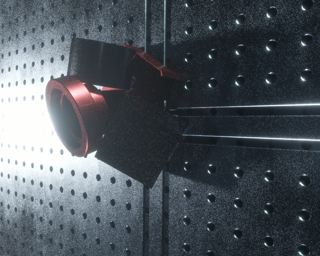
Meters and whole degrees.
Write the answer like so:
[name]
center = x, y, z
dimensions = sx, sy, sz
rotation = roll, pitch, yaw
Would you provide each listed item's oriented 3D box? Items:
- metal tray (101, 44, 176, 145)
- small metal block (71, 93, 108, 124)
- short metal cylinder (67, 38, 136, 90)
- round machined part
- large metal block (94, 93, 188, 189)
[metal tray]
center = -0.043, -0.041, 0.440
dimensions = 0.090, 0.030, 0.129
rotation = 42, 115, 31
[small metal block]
center = -0.106, -0.027, 0.437
dimensions = 0.025, 0.050, 0.050
rotation = 24, 105, 37
[short metal cylinder]
center = -0.074, -0.080, 0.392
dimensions = 0.080, 0.081, 0.050
rotation = 17, 101, 38
[round machined part]
center = -0.097, -0.017, 0.379
dimensions = 0.098, 0.042, 0.097
rotation = 28, 130, 40
[large metal block]
center = -0.022, 0.015, 0.386
dimensions = 0.080, 0.050, 0.079
rotation = 29, 111, 3
